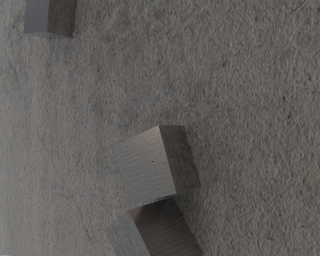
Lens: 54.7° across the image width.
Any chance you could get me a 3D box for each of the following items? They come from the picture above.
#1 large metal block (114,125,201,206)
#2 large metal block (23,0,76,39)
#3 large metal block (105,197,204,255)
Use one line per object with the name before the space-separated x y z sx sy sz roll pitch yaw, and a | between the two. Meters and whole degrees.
large metal block | -0.005 0.047 0.393 0.080 0.050 0.080 -24 75 37
large metal block | -0.196 -0.204 0.551 0.080 0.050 0.079 12 98 39
large metal block | -0.006 0.138 0.374 0.050 0.081 0.080 -46 63 30
